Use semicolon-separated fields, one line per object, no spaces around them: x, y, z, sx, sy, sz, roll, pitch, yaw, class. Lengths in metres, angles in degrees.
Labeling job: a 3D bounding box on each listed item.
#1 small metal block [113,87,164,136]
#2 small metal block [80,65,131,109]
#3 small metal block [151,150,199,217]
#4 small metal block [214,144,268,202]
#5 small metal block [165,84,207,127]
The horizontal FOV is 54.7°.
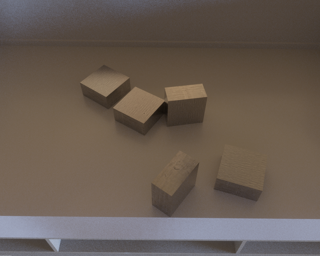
-0.028;-0.024;0.425;0.050;0.025;0.050;27;55;20;small metal block
-0.079;-0.061;0.455;0.050;0.025;0.050;29;56;22;small metal block
0.016;0.061;0.338;0.025;0.050;0.050;30;56;22;small metal block
0.095;0.052;0.363;0.050;0.025;0.050;15;51;11;small metal block
0.033;-0.030;0.414;0.050;0.050;0.025;-7;51;-7;small metal block
